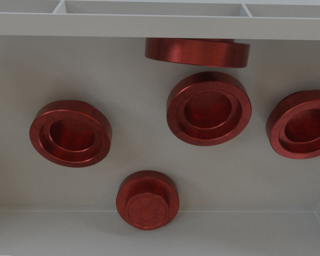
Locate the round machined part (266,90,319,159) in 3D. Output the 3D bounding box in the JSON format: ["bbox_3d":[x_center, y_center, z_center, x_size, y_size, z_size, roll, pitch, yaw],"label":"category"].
[{"bbox_3d":[0.184,-0.009,0.394,0.099,0.042,0.097,-1,130,0],"label":"round machined part"}]

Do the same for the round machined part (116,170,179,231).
[{"bbox_3d":[-0.019,0.118,0.479,0.099,0.042,0.097,0,111,0],"label":"round machined part"}]

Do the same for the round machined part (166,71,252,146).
[{"bbox_3d":[0.057,-0.027,0.376,0.099,0.042,0.097,-1,130,0],"label":"round machined part"}]

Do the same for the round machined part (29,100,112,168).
[{"bbox_3d":[-0.111,0.003,0.399,0.099,0.042,0.097,-1,130,0],"label":"round machined part"}]

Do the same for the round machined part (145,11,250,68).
[{"bbox_3d":[0.036,-0.085,0.295,0.099,0.098,0.042,4,107,-4],"label":"round machined part"}]
